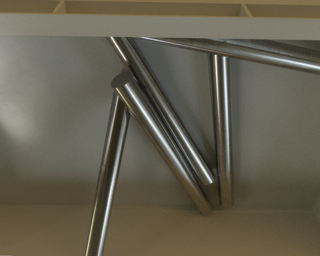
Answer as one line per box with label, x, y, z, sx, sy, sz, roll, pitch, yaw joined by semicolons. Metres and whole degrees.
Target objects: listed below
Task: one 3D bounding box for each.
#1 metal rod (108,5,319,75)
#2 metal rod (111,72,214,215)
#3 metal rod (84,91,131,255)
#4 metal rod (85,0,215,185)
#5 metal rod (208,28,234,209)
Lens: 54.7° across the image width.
metal rod;0.100;-0.079;0.316;0.302;0.025;0.025;6;130;-17
metal rod;0.019;0.043;0.428;0.025;0.025;0.299;-19;134;15
metal rod;-0.071;0.086;0.402;0.025;0.025;0.298;10;105;-9
metal rod;0.005;-0.024;0.388;0.025;0.025;0.299;-21;127;17
metal rod;0.086;0.012;0.420;0.025;0.025;0.298;-8;130;6
